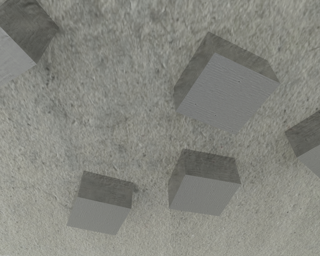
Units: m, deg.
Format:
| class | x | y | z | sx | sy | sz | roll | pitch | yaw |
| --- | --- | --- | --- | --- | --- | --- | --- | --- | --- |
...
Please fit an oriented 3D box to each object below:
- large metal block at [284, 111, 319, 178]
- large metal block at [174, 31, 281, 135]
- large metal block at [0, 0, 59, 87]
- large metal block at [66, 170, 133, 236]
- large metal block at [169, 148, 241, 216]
| class | x | y | z | sx | sy | sz | roll | pitch | yaw |
| --- | --- | --- | --- | --- | --- | --- | --- | --- | --- |
| large metal block | 0.230 | 0.020 | 0.412 | 0.080 | 0.050 | 0.080 | 36 | 121 | -27 |
| large metal block | 0.071 | -0.048 | 0.351 | 0.080 | 0.050 | 0.079 | 20 | 127 | -17 |
| large metal block | -0.155 | -0.082 | 0.299 | 0.080 | 0.080 | 0.050 | -24 | 126 | 19 |
| large metal block | -0.095 | 0.121 | 0.493 | 0.081 | 0.050 | 0.079 | 17 | 128 | -15 |
| large metal block | 0.062 | 0.083 | 0.462 | 0.081 | 0.050 | 0.079 | 11 | 129 | -10 |
